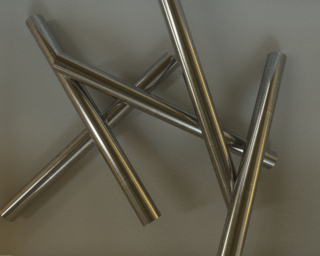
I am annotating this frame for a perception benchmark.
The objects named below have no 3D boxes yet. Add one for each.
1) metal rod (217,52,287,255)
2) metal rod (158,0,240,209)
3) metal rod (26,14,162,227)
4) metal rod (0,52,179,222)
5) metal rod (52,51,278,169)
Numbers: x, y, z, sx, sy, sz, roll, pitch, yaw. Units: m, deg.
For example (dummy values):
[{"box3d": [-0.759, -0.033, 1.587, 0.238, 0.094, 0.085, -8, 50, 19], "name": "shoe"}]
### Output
[{"box3d": [0.108, 0.039, 0.365, 0.025, 0.025, 0.300, 20, 71, 0], "name": "metal rod"}, {"box3d": [0.050, -0.033, 0.371, 0.025, 0.025, 0.298, -19, 93, 0], "name": "metal rod"}, {"box3d": [-0.087, -0.017, 0.387, 0.025, 0.025, 0.299, -32, 81, 0], "name": "metal rod"}, {"box3d": [-0.092, 0.011, 0.410, 0.300, 0.025, 0.025, -43, 90, 0], "name": "metal rod"}, {"box3d": [0.013, -0.018, 0.392, 0.301, 0.025, 0.025, 25, 90, -8], "name": "metal rod"}]
